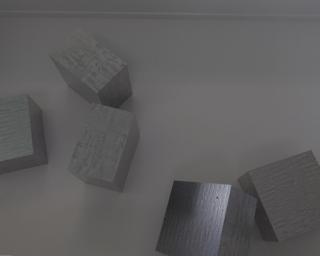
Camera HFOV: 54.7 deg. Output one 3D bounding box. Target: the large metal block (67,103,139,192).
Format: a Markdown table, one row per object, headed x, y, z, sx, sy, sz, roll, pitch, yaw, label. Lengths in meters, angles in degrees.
| x | y | z | sx | sy | sz | roll | pitch | yaw | label |
| --- | --- | --- | --- | --- | --- | --- | --- | --- | --- |
| -0.062 | 0.027 | 0.370 | 0.050 | 0.080 | 0.080 | 14 | 71 | 5 | large metal block |

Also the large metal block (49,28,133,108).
| x | y | z | sx | sy | sz | roll | pitch | yaw | label |
| --- | --- | --- | --- | --- | --- | --- | --- | --- | --- |
| -0.086 | -0.068 | 0.405 | 0.080 | 0.080 | 0.050 | 38 | 75 | 12 | large metal block |

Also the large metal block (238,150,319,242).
| x | y | z | sx | sy | sz | roll | pitch | yaw | label |
| --- | --- | --- | --- | --- | --- | --- | --- | --- | --- |
| 0.151 | 0.081 | 0.368 | 0.080 | 0.050 | 0.080 | -17 | 71 | -6 | large metal block |

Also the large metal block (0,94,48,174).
| x | y | z | sx | sy | sz | roll | pitch | yaw | label |
| --- | --- | --- | --- | --- | --- | --- | --- | --- | --- |
| -0.195 | 0.011 | 0.391 | 0.081 | 0.050 | 0.080 | -13 | 71 | -5 | large metal block |

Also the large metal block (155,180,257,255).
| x | y | z | sx | sy | sz | roll | pitch | yaw | label |
| --- | --- | --- | --- | --- | --- | --- | --- | --- | --- |
| 0.050 | 0.105 | 0.336 | 0.050 | 0.080 | 0.080 | 31 | 66 | -36 | large metal block |
